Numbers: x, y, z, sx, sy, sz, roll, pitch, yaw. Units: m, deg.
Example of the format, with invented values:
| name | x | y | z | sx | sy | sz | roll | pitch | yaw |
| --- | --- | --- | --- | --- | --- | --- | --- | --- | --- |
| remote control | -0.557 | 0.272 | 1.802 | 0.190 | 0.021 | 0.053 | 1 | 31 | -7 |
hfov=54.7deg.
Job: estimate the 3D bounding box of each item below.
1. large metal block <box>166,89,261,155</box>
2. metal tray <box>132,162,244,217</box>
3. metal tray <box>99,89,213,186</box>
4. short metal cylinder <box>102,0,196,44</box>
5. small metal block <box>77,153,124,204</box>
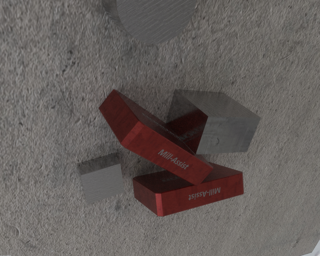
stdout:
| name | x | y | z | sx | sy | sz | roll | pitch | yaw |
| --- | --- | --- | --- | --- | --- | --- | --- | --- | --- |
| large metal block | 0.066 | -0.010 | 0.401 | 0.081 | 0.080 | 0.050 | 0 | 118 | -29 |
| metal tray | 0.038 | 0.080 | 0.432 | 0.131 | 0.090 | 0.030 | -8 | 97 | -24 |
| metal tray | -0.003 | 0.013 | 0.370 | 0.130 | 0.090 | 0.030 | 33 | 100 | -39 |
| short metal cylinder | -0.012 | -0.129 | 0.304 | 0.081 | 0.050 | 0.079 | -14 | 124 | -21 |
| small metal block | -0.077 | 0.066 | 0.406 | 0.050 | 0.025 | 0.050 | -16 | 125 | -20 |
